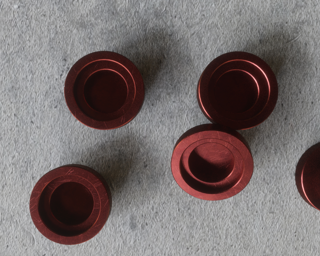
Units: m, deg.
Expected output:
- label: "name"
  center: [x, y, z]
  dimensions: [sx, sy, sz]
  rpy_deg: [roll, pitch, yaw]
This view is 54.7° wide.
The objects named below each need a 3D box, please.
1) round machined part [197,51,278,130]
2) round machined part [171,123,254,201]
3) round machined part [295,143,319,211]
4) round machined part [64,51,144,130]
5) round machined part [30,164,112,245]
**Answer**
- label: "round machined part"
  center: [0.096, -0.046, 0.401]
  dimensions: [0.099, 0.042, 0.097]
  rpy_deg: [0, 88, -1]
- label: "round machined part"
  center: [0.065, 0.039, 0.390]
  dimensions: [0.098, 0.042, 0.097]
  rpy_deg: [3, 113, 8]
- label: "round machined part"
  center: [0.234, 0.066, 0.403]
  dimensions: [0.099, 0.042, 0.097]
  rpy_deg: [0, 90, 0]
- label: "round machined part"
  center: [-0.069, -0.046, 0.401]
  dimensions: [0.099, 0.042, 0.097]
  rpy_deg: [0, 90, 0]
- label: "round machined part"
  center: [-0.111, 0.095, 0.401]
  dimensions: [0.099, 0.042, 0.097]
  rpy_deg: [0, 90, 0]
